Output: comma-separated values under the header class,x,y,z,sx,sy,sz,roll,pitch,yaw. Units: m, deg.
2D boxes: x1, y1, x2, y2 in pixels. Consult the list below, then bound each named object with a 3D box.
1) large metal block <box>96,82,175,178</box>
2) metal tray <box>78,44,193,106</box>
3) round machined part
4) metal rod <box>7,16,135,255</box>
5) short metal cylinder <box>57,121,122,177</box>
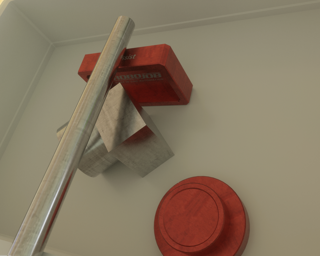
class,x,y,z,sx,sy,sz,roll,pitch,yaw
large metal block,-0.035,0.004,0.385,0.050,0.080,0.080,-36,51,4
metal tray,-0.032,-0.065,0.419,0.130,0.090,0.030,0,62,28
round machined part,0.038,0.095,0.316,0.098,0.042,0.098,-13,56,20
metal rod,-0.077,-0.010,0.317,0.025,0.025,0.300,-3,54,26
short metal cylinder,-0.087,0.017,0.404,0.050,0.080,0.080,-36,51,4
